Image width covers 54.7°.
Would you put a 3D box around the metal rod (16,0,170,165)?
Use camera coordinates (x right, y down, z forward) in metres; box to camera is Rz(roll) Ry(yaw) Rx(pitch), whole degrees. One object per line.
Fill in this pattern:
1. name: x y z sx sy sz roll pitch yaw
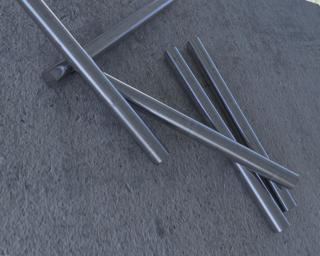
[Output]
1. metal rod: -0.093 -0.077 0.370 0.300 0.025 0.025 50 51 -5

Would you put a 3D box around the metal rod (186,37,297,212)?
1. metal rod: 0.117 -0.016 0.475 0.025 0.025 0.299 -14 69 -34

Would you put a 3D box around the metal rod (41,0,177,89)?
1. metal rod: -0.056 -0.146 0.462 0.025 0.025 0.301 41 51 -1

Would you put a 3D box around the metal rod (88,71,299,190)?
1. metal rod: 0.044 0.002 0.405 0.301 0.025 0.025 28 52 -3

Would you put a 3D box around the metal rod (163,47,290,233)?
1. metal rod: 0.088 0.007 0.446 0.025 0.025 0.299 -19 72 -35
